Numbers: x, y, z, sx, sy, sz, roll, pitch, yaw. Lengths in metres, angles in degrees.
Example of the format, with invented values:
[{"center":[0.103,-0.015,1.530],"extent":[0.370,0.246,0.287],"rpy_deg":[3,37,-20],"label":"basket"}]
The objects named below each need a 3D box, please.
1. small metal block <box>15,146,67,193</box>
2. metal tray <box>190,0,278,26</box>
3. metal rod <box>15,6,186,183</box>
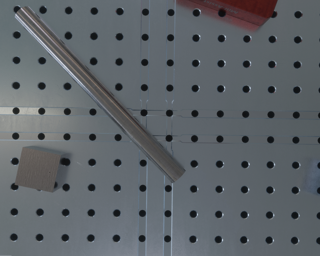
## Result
[{"center":[-0.158,0.054,0.412],"extent":[0.050,0.025,0.050],"rpy_deg":[12,90,0],"label":"small metal block"},{"center":[0.096,-0.203,0.412],"extent":[0.131,0.030,0.090],"rpy_deg":[20,90,0],"label":"metal tray"},{"center":[-0.078,-0.044,0.412],"extent":[0.025,0.025,0.300],"rpy_deg":[-44,90,0],"label":"metal rod"}]
